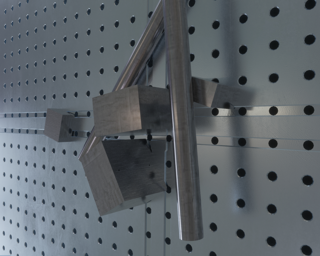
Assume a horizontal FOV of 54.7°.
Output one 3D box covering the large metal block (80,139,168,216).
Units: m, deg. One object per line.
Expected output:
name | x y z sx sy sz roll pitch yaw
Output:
large metal block | -0.047 0.062 0.413 0.050 0.081 0.080 -38 67 34

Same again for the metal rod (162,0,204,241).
metal rod | 0.022 -0.037 0.325 0.025 0.025 0.298 -7 86 40

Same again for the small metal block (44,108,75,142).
small metal block | -0.183 -0.006 0.561 0.050 0.025 0.050 20 103 38

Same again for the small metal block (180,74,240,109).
small metal block | 0.053 -0.041 0.349 0.050 0.050 0.025 24 105 37

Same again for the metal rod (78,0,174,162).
metal rod | -0.050 -0.064 0.450 0.025 0.025 0.298 47 118 30

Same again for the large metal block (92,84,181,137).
large metal block | -0.027 -0.019 0.396 0.080 0.081 0.050 -9 84 39
